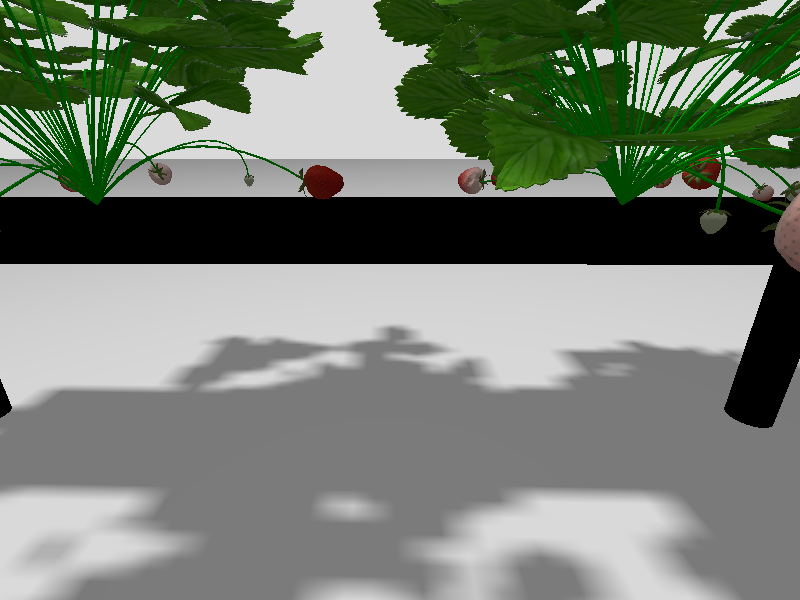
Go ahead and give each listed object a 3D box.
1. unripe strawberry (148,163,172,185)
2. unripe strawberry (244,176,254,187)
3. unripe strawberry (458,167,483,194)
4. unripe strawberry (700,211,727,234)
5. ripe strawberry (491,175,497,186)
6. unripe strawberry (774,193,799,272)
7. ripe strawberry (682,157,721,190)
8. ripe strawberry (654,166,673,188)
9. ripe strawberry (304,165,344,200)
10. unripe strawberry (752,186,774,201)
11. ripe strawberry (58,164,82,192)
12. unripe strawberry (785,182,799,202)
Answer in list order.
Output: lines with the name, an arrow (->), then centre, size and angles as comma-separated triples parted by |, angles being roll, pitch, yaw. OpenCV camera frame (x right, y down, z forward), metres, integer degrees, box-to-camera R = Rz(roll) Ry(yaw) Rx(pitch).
unripe strawberry -> -0.315, -0.166, 0.529 | 0.027, 0.028, 0.029 | -6, 9, -14
unripe strawberry -> -0.172, -0.135, 0.457 | 0.010, 0.011, 0.011 | 14, 25, 32
unripe strawberry -> 0.073, -0.124, 0.415 | 0.026, 0.027, 0.024 | 13, 25, 33
unripe strawberry -> 0.157, -0.039, 0.201 | 0.011, 0.011, 0.011 | 5, 21, 12
ripe strawberry -> 0.122, -0.152, 0.498 | 0.019, 0.022, 0.021 | -8, -4, -20
unripe strawberry -> 0.165, -0.025, 0.147 | 0.036, 0.038, 0.038 | 3, 21, 7
ripe strawberry -> 0.366, -0.154, 0.485 | 0.040, 0.039, 0.037 | -17, 27, -39
ripe strawberry -> 0.322, -0.152, 0.494 | 0.025, 0.027, 0.027 | 16, 25, 36
ripe strawberry -> -0.069, -0.106, 0.362 | 0.035, 0.030, 0.035 | -2, 21, -7
unripe strawberry -> 0.327, -0.095, 0.359 | 0.015, 0.013, 0.015 | 37, 11, -19
ripe strawberry -> -0.355, -0.132, 0.435 | 0.025, 0.029, 0.027 | -18, 27, -39
unripe strawberry -> 0.357, -0.096, 0.359 | 0.018, 0.017, 0.016 | 13, 19, -12
